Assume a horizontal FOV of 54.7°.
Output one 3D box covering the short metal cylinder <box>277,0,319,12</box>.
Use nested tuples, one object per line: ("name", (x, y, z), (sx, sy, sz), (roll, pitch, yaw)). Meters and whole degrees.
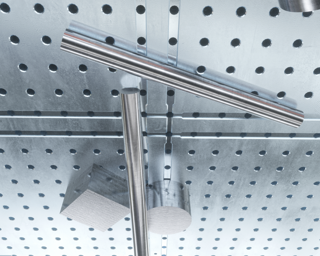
("short metal cylinder", (0.132, -0.142, 0.256), (0.080, 0.080, 0.050), (-23, 127, 18))

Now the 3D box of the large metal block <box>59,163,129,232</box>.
("large metal block", (-0.097, 0.112, 0.490), (0.080, 0.050, 0.080), (33, 123, -25))

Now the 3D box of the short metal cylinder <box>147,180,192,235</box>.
("short metal cylinder", (0.010, 0.130, 0.506), (0.081, 0.050, 0.079), (0, 130, 0))

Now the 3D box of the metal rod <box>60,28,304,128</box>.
("metal rod", (0.038, -0.053, 0.366), (0.302, 0.025, 0.025), (16, 128, -14))

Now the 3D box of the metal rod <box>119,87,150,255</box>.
("metal rod", (-0.032, 0.089, 0.440), (0.025, 0.025, 0.298), (-1, 116, 1))
